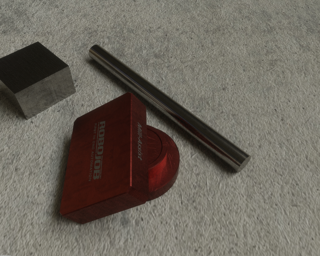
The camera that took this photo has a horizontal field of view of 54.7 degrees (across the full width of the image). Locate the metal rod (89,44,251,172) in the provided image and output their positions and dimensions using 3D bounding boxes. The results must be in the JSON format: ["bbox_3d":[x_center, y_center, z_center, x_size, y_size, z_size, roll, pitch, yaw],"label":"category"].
[{"bbox_3d":[-0.003,-0.041,0.437,0.025,0.025,0.300,-36,59,-26],"label":"metal rod"}]

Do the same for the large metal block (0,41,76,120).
[{"bbox_3d":[-0.182,-0.070,0.443,0.080,0.050,0.080,-37,60,-27],"label":"large metal block"}]

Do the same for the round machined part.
[{"bbox_3d":[-0.026,0.033,0.364,0.099,0.042,0.098,0,50,0],"label":"round machined part"}]

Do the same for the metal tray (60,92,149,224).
[{"bbox_3d":[-0.059,0.030,0.344,0.090,0.030,0.130,-24,47,23],"label":"metal tray"}]
